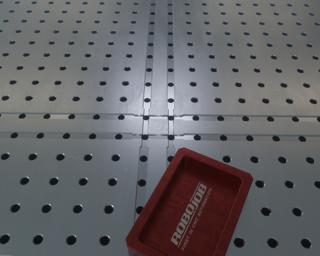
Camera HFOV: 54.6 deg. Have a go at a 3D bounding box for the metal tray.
[{"bbox_3d":[0.035,0.090,0.328,0.090,0.030,0.130,22,53,17],"label":"metal tray"}]
